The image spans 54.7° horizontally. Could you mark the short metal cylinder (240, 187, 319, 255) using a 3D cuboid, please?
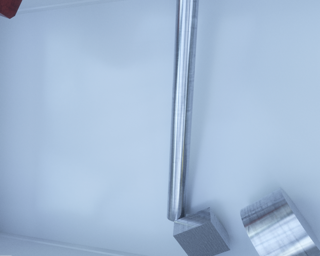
[{"bbox_3d":[0.132,0.112,0.335,0.050,0.080,0.080,-36,79,16],"label":"short metal cylinder"}]

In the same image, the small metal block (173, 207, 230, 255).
[{"bbox_3d":[0.051,0.132,0.381,0.050,0.025,0.050,-27,110,17],"label":"small metal block"}]

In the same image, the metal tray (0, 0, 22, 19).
[{"bbox_3d":[-0.177,-0.195,0.342,0.090,0.030,0.129,23,88,21],"label":"metal tray"}]

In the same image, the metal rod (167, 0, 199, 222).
[{"bbox_3d":[0.027,-0.029,0.369,0.025,0.025,0.298,7,104,19],"label":"metal rod"}]
